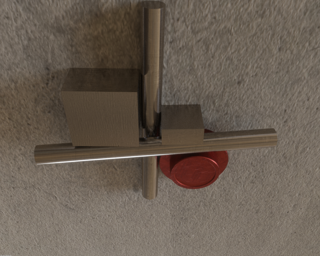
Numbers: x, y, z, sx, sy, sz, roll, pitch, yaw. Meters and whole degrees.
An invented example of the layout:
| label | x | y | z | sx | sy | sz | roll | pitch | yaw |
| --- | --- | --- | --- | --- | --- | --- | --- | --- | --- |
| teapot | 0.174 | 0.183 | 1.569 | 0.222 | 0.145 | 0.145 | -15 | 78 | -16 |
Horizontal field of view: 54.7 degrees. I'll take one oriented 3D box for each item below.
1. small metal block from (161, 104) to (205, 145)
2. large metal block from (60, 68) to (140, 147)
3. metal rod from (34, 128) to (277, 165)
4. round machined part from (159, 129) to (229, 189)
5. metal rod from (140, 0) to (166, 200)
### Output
| label | x | y | z | sx | sy | sz | roll | pitch | yaw |
| --- | --- | --- | --- | --- | --- | --- | --- | --- | --- |
| small metal block | 0.027 | -0.005 | 0.388 | 0.050 | 0.050 | 0.025 | -1 | 130 | 0 |
| large metal block | -0.065 | -0.024 | 0.370 | 0.081 | 0.050 | 0.079 | 1 | 130 | -1 |
| metal rod | -0.003 | 0.023 | 0.396 | 0.302 | 0.025 | 0.025 | -4 | 130 | -3 |
| round machined part | 0.048 | 0.050 | 0.440 | 0.099 | 0.042 | 0.097 | -1 | 130 | 0 |
| metal rod | -0.012 | -0.008 | 0.401 | 0.025 | 0.025 | 0.298 | 1 | 130 | -2 |
